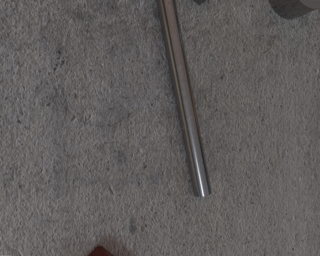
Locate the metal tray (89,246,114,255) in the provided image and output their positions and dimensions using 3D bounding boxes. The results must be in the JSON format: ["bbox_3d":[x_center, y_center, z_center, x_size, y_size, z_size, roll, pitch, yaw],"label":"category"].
[{"bbox_3d":[-0.059,0.224,0.385,0.130,0.030,0.090,47,75,-14],"label":"metal tray"}]

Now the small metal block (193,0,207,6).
[{"bbox_3d":[0.053,-0.209,0.429,0.050,0.025,0.050,32,79,-18],"label":"small metal block"}]

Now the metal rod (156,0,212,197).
[{"bbox_3d":[0.031,-0.054,0.421,0.025,0.025,0.298,-13,95,-20],"label":"metal rod"}]

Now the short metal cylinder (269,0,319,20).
[{"bbox_3d":[0.215,-0.215,0.477,0.081,0.050,0.079,0,90,-21],"label":"short metal cylinder"}]
